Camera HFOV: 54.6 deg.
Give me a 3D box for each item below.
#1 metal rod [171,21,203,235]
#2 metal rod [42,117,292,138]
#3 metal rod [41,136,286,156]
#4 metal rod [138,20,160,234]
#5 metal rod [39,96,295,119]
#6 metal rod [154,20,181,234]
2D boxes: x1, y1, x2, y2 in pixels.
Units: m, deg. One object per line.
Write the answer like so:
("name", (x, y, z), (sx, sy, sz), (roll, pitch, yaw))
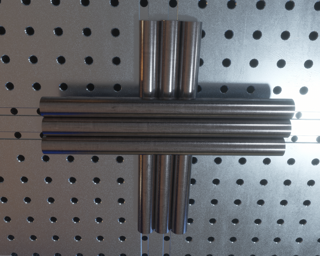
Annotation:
("metal rod", (0.033, 0.014, 0.419), (0.025, 0.025, 0.298), (2, 110, -1))
("metal rod", (0.009, -0.001, 0.386), (0.302, 0.025, 0.025), (0, 110, -1))
("metal rod", (0.005, 0.022, 0.395), (0.302, 0.025, 0.025), (0, 110, -1))
("metal rod", (-0.017, 0.013, 0.418), (0.025, 0.025, 0.298), (2, 110, -1))
("metal rod", (0.009, -0.025, 0.377), (0.302, 0.025, 0.025), (0, 110, -1))
("metal rod", (0.008, 0.012, 0.418), (0.025, 0.025, 0.298), (2, 110, -1))
